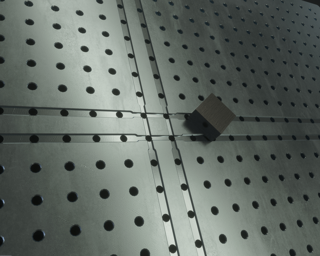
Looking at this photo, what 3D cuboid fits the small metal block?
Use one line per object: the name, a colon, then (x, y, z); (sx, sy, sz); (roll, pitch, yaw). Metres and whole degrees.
small metal block: (0.077, -0.017, 0.459); (0.050, 0.025, 0.050); (44, 51, 2)
